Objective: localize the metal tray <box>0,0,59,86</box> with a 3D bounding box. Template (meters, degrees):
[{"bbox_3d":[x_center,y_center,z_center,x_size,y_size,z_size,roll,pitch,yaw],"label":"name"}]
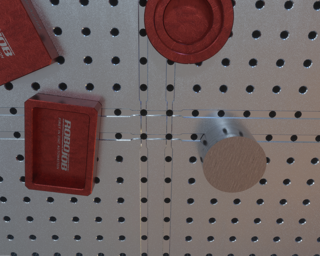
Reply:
[{"bbox_3d":[-0.192,-0.122,0.364,0.090,0.030,0.129,-21,109,7],"label":"metal tray"}]

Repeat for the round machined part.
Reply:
[{"bbox_3d":[0.032,-0.126,0.358,0.099,0.042,0.097,0,110,0],"label":"round machined part"}]

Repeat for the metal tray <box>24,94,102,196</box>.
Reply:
[{"bbox_3d":[-0.131,0.025,0.418,0.091,0.030,0.129,8,110,-3],"label":"metal tray"}]

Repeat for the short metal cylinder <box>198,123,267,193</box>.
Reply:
[{"bbox_3d":[0.095,0.039,0.415,0.081,0.050,0.079,0,110,0],"label":"short metal cylinder"}]
